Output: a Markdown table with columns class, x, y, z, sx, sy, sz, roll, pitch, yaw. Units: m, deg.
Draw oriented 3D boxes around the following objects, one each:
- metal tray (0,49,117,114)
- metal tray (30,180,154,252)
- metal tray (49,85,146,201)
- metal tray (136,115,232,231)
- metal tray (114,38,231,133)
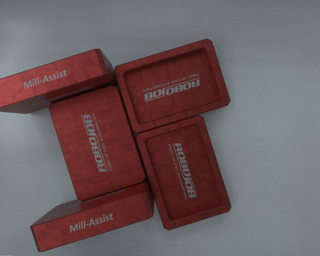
| class | x | y | z | sx | sy | sz | roll | pitch | yaw |
| --- | --- | --- | --- | --- | --- | --- | --- | --- | --- |
| metal tray | -0.123 | -0.052 | 0.374 | 0.131 | 0.090 | 0.030 | -18 | 90 | -1 |
| metal tray | -0.074 | 0.101 | 0.375 | 0.131 | 0.090 | 0.030 | -17 | 90 | -1 |
| metal tray | -0.079 | 0.019 | 0.405 | 0.090 | 0.030 | 0.129 | -17 | 90 | -1 |
| metal tray | 0.030 | 0.057 | 0.408 | 0.090 | 0.030 | 0.129 | -17 | 90 | -1 |
| metal tray | 0.016 | -0.054 | 0.407 | 0.131 | 0.030 | 0.090 | -17 | 90 | -1 |
